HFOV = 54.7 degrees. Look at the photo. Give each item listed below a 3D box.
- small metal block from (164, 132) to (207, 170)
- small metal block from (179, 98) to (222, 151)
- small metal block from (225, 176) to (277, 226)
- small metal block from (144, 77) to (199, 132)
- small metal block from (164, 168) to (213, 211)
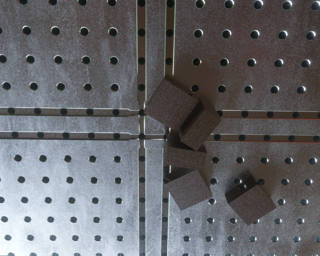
[{"bbox_3d":[0.032,0.030,0.412,0.050,0.050,0.025,10,110,-4],"label":"small metal block"},{"bbox_3d":[0.049,-0.006,0.399,0.025,0.050,0.050,33,107,-12],"label":"small metal block"},{"bbox_3d":[0.133,0.107,0.455,0.050,0.025,0.050,-38,106,12],"label":"small metal block"},{"bbox_3d":[0.014,-0.031,0.402,0.050,0.025,0.050,31,107,-11],"label":"small metal block"},{"bbox_3d":[0.040,0.083,0.445,0.050,0.025,0.050,-27,108,9],"label":"small metal block"}]
